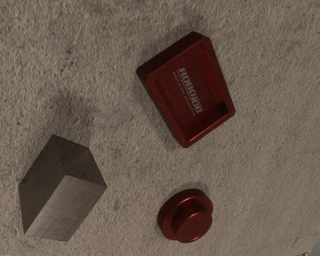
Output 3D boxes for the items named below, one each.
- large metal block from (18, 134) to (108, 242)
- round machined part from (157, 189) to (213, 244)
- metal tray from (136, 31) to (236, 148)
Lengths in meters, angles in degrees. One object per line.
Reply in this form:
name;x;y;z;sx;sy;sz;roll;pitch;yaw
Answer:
large metal block;-0.113;0.067;0.351;0.050;0.080;0.080;28;103;-38
round machined part;0.048;0.154;0.520;0.099;0.042;0.097;-14;125;-21
metal tray;0.039;-0.044;0.398;0.090;0.030;0.130;-35;129;-5
